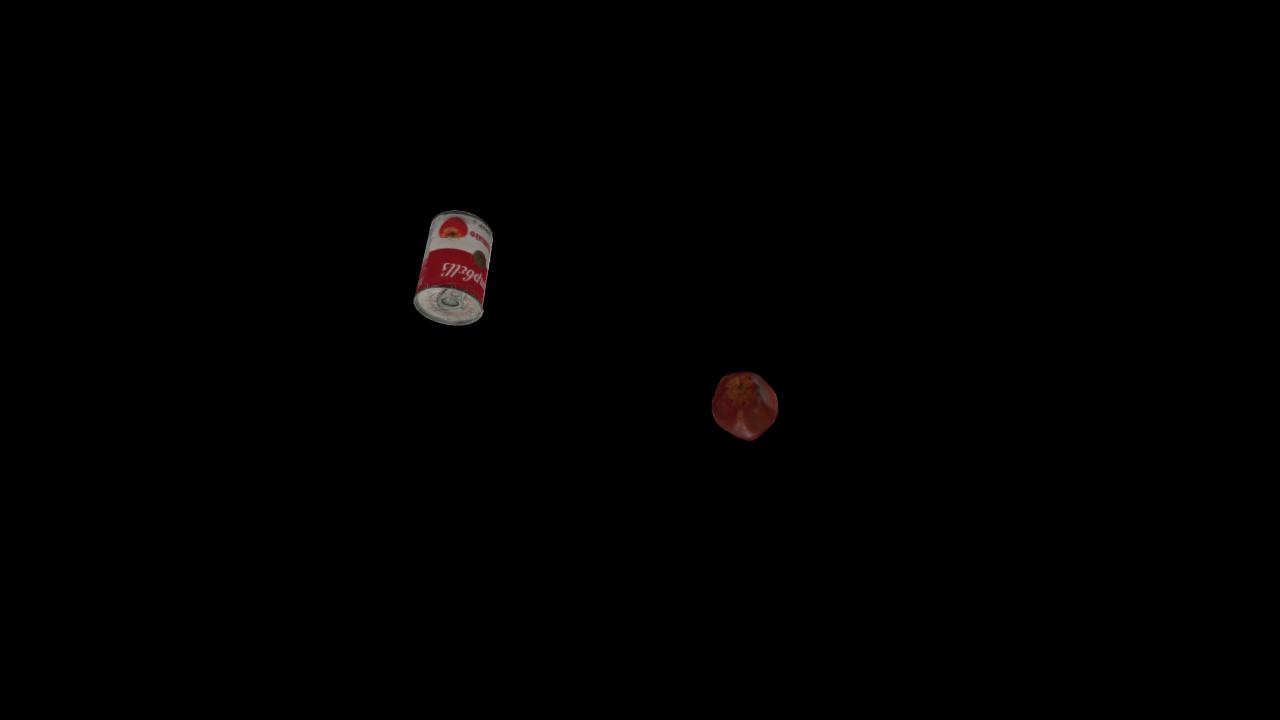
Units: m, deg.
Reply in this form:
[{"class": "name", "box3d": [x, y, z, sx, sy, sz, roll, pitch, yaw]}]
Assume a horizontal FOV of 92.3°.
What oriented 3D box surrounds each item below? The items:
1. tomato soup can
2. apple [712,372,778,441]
[{"class": "tomato soup can", "box3d": [-0.191, -0.096, 0.638, 0.068, 0.101, 0.068, 0, -30, 0]}, {"class": "apple", "box3d": [0.123, 0.052, 0.730, 0.079, 0.079, 0.093, 0, -27, 20]}]
